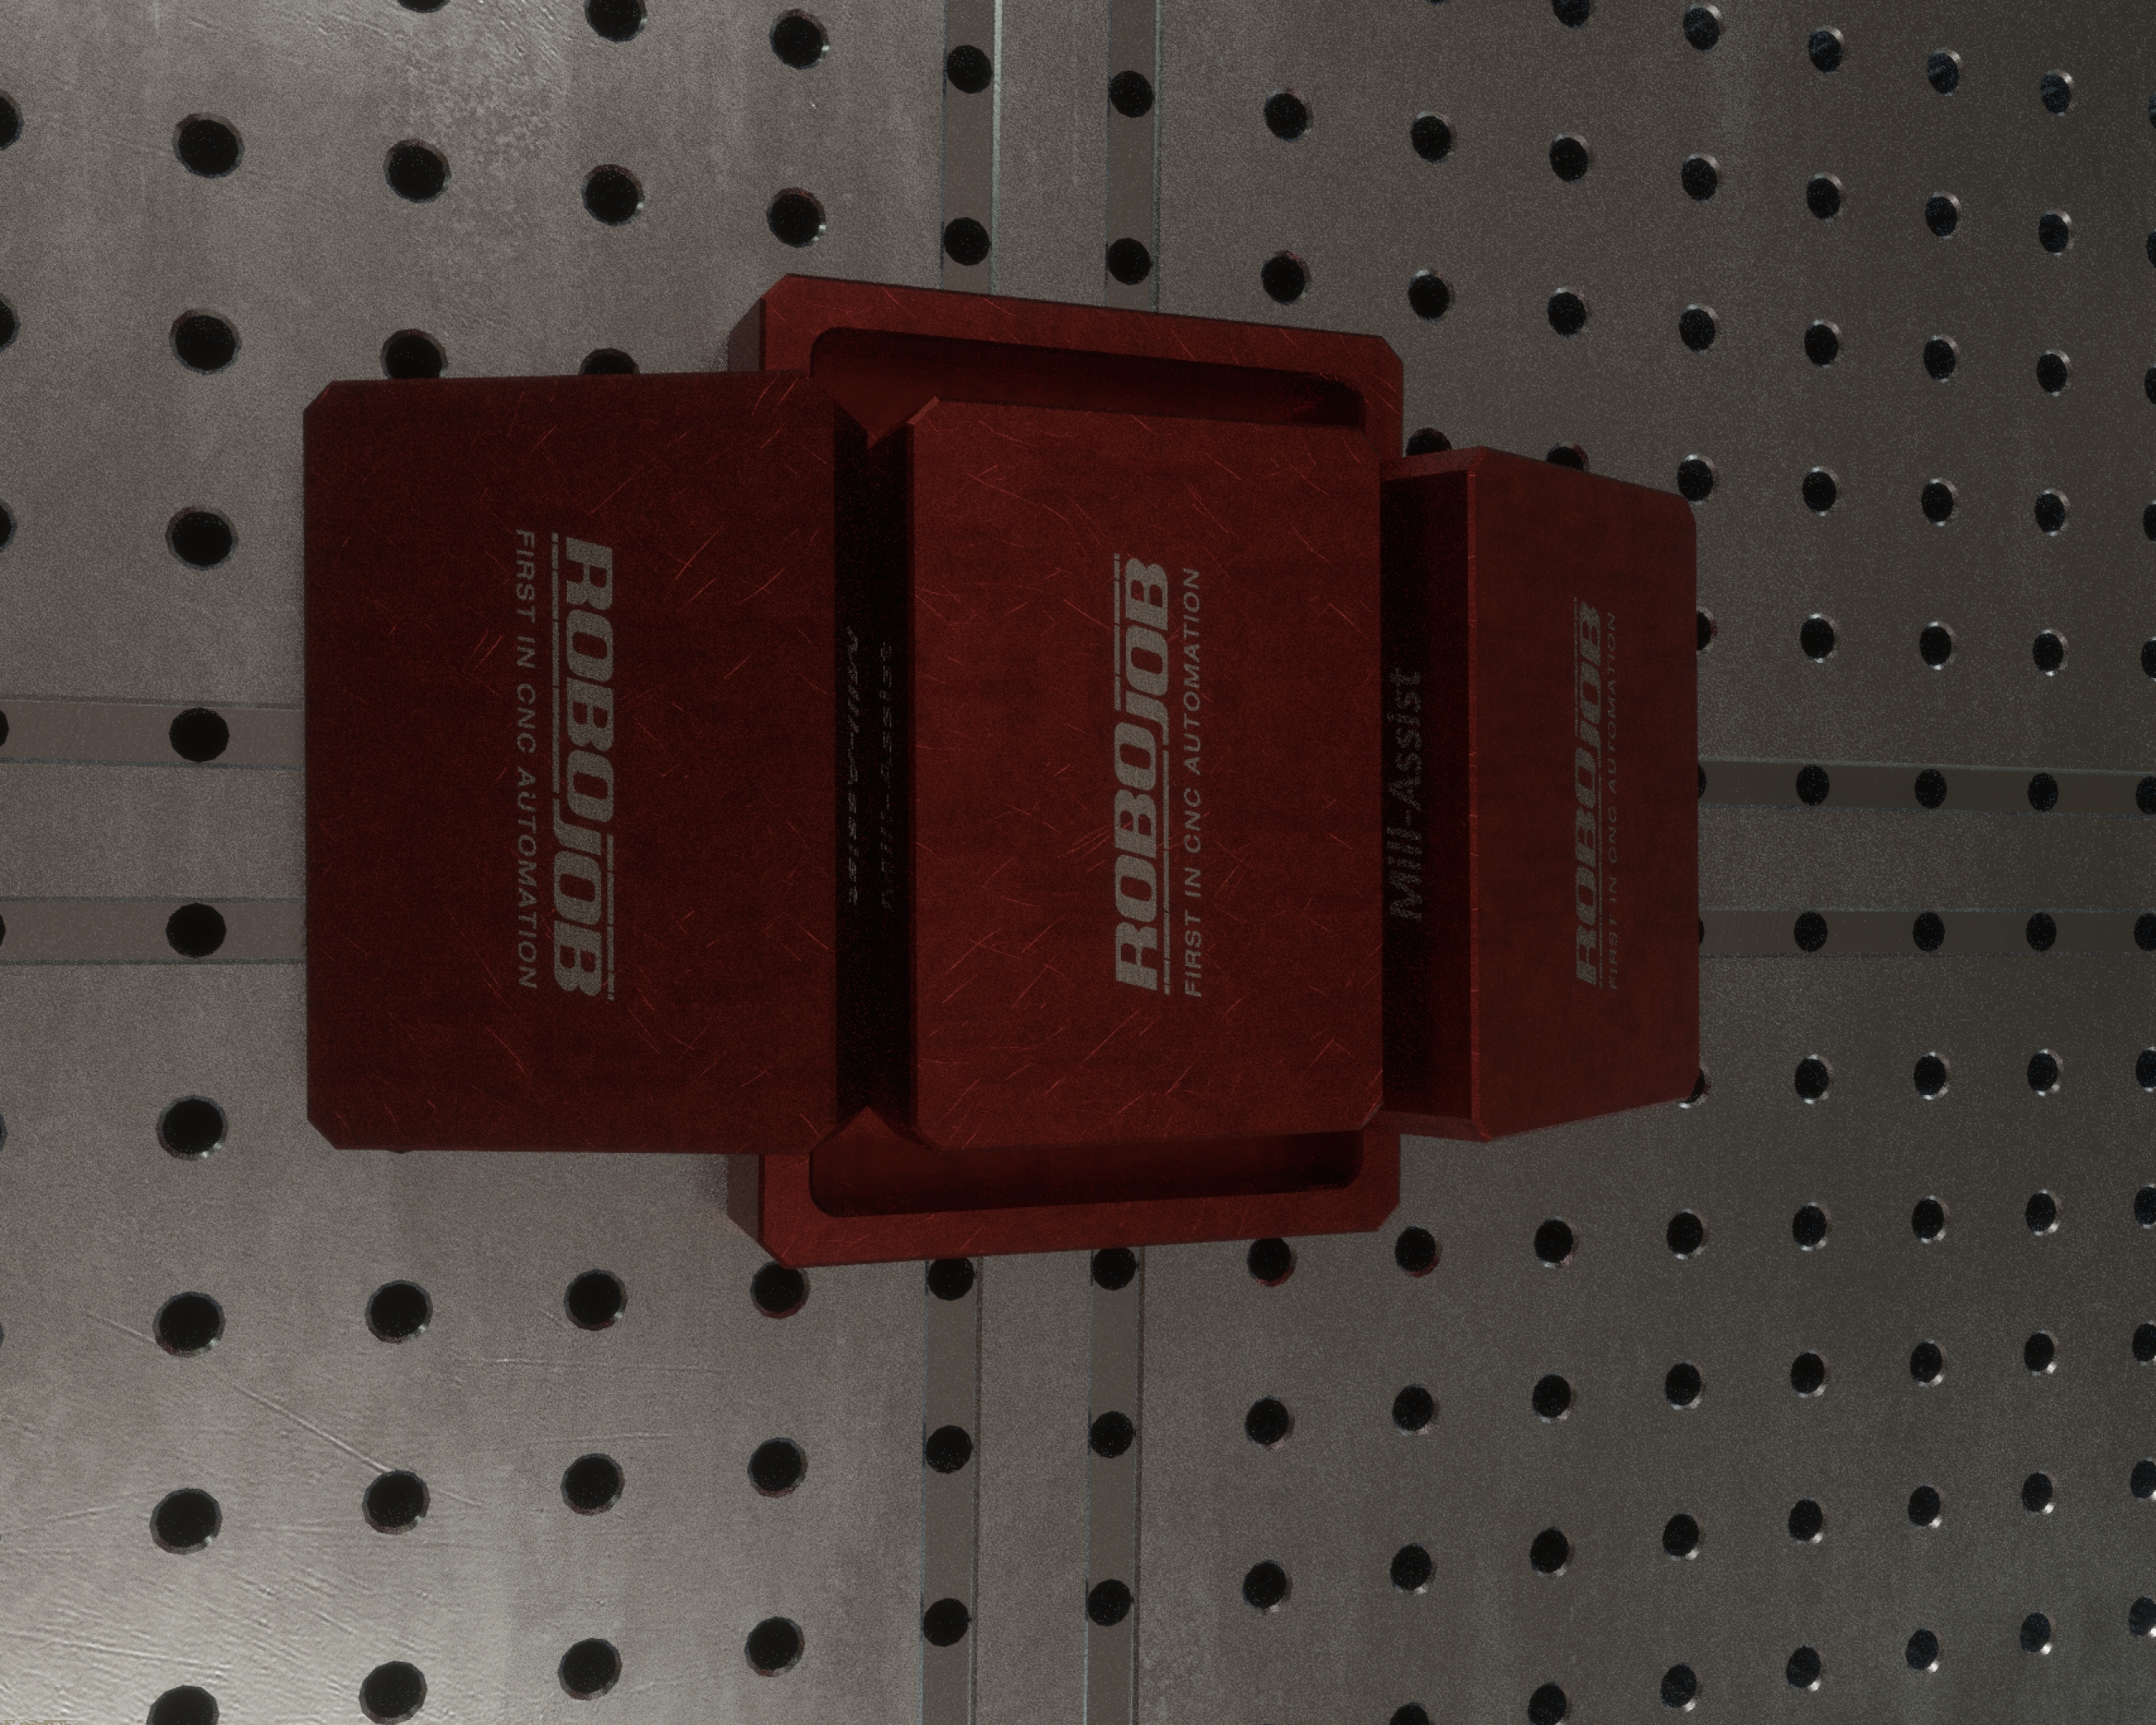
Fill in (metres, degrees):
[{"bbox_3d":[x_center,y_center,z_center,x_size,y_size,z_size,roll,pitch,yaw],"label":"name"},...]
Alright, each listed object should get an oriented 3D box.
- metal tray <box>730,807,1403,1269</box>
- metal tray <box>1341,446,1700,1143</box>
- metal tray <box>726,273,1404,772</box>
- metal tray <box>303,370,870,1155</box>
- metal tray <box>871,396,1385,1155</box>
[{"bbox_3d":[-0.001,0.029,0.411,0.131,0.030,0.089,0,90,-21],"label":"metal tray"},{"bbox_3d":[0.092,-0.013,0.425,0.091,0.030,0.129,-1,91,-47],"label":"metal tray"},{"bbox_3d":[-0.001,-0.061,0.410,0.131,0.030,0.089,0,90,-21],"label":"metal tray"},{"bbox_3d":[-0.084,-0.017,0.360,0.091,0.030,0.129,0,90,5],"label":"metal tray"},{"bbox_3d":[0.009,-0.015,0.382,0.091,0.030,0.129,0,90,-21],"label":"metal tray"}]
